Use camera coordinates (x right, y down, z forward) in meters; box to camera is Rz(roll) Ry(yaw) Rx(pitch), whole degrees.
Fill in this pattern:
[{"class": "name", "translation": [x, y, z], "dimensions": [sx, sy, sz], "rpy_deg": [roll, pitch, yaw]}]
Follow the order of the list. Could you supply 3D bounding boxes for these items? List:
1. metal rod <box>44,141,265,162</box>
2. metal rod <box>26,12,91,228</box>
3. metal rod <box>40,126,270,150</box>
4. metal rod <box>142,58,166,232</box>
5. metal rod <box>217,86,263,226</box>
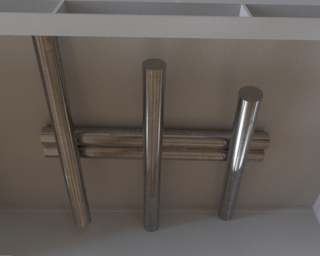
[{"class": "metal rod", "translation": [-0.006, 0.032, 0.435], "dimensions": [0.302, 0.025, 0.025], "rpy_deg": [1, 130, -2]}, {"class": "metal rod", "translation": [-0.117, 0.014, 0.386], "dimensions": [0.025, 0.025, 0.298], "rpy_deg": [-1, 122, 0]}, {"class": "metal rod", "translation": [-0.005, 0.014, 0.420], "dimensions": [0.302, 0.025, 0.025], "rpy_deg": [1, 130, -2]}, {"class": "metal rod", "translation": [-0.010, 0.047, 0.415], "dimensions": [0.025, 0.025, 0.298], "rpy_deg": [1, 131, -1]}, {"class": "metal rod", "translation": [0.104, 0.063, 0.433], "dimensions": [0.025, 0.025, 0.298], "rpy_deg": [-3, 139, 2]}]
